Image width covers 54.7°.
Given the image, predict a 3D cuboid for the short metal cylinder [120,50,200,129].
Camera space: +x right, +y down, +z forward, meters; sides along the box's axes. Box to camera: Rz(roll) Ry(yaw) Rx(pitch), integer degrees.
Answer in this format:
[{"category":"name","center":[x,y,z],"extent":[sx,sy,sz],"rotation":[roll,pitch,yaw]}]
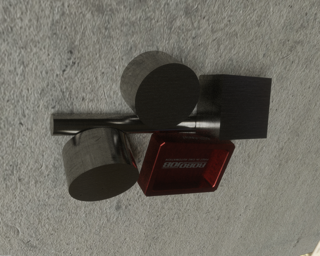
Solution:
[{"category":"short metal cylinder","center":[-0.001,-0.045,0.364],"extent":[0.081,0.050,0.079],"rotation":[-14,124,-21]}]

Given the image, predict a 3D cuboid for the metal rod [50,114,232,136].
[{"category":"metal rod","center":[0.014,-0.006,0.414],"extent":[0.303,0.025,0.025],"rotation":[-1,119,-28]}]

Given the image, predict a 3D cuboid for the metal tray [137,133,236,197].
[{"category":"metal tray","center":[0.040,0.054,0.459],"extent":[0.131,0.030,0.089],"rotation":[3,117,-30]}]

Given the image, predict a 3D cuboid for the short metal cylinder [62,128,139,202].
[{"category":"short metal cylinder","center":[-0.070,0.044,0.365],"extent":[0.081,0.050,0.080],"rotation":[-15,145,-11]}]

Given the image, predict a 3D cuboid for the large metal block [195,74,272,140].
[{"category":"large metal block","center":[0.097,-0.028,0.412],"extent":[0.081,0.050,0.079],"rotation":[-1,98,-28]}]
